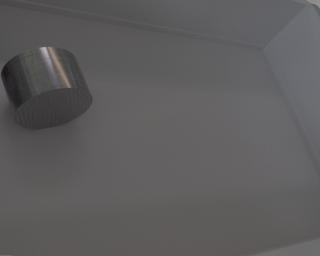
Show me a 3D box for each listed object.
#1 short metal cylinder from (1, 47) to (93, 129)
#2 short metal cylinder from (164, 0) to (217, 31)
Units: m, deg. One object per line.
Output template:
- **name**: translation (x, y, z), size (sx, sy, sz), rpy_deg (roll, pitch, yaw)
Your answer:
- **short metal cylinder**: translation (-0.119, -0.040, 0.331), size (0.081, 0.080, 0.050), rpy_deg (-13, 69, -34)
- **short metal cylinder**: translation (0.054, -0.223, 0.557), size (0.081, 0.050, 0.080), rpy_deg (14, 56, -21)
